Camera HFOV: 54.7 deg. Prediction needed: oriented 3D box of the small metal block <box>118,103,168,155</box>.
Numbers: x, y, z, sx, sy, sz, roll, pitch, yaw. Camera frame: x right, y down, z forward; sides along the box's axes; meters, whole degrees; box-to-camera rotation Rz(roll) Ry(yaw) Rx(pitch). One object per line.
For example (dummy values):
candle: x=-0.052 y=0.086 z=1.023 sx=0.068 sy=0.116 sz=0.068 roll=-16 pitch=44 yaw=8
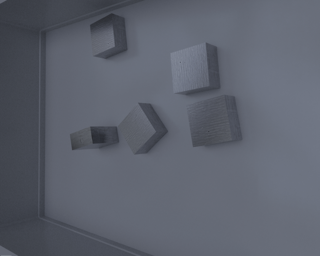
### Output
small metal block: x=-0.024 y=0.001 z=0.425 sx=0.050 sy=0.025 sz=0.050 roll=-47 pitch=63 yaw=29

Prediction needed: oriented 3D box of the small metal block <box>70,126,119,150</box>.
small metal block: x=-0.099 y=0.016 z=0.470 sx=0.050 sy=0.050 sz=0.025 roll=-17 pitch=79 yaw=38

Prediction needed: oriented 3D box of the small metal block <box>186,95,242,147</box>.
small metal block: x=0.062 y=-0.007 z=0.355 sx=0.050 sy=0.025 sz=0.050 roll=-14 pitch=81 yaw=39

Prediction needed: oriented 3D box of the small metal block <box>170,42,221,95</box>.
small metal block: x=0.042 y=-0.069 z=0.371 sx=0.050 sy=0.025 sz=0.050 roll=-7 pitch=86 yaw=39

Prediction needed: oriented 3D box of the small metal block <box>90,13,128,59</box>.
small metal block: x=-0.078 y=-0.138 z=0.469 sx=0.050 sy=0.025 sz=0.050 roll=-10 pitch=84 yaw=39
